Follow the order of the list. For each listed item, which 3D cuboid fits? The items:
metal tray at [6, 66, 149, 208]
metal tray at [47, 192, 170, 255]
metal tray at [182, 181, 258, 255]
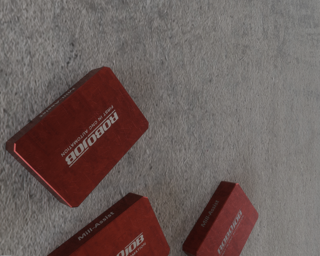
[{"bbox_3d":[-0.081,0.007,0.334,0.130,0.030,0.090,-49,119,-29],"label":"metal tray"},{"bbox_3d":[-0.055,0.148,0.356,0.131,0.030,0.090,-33,111,-35],"label":"metal tray"},{"bbox_3d":[0.099,0.160,0.484,0.130,0.030,0.090,-51,120,-28],"label":"metal tray"}]
